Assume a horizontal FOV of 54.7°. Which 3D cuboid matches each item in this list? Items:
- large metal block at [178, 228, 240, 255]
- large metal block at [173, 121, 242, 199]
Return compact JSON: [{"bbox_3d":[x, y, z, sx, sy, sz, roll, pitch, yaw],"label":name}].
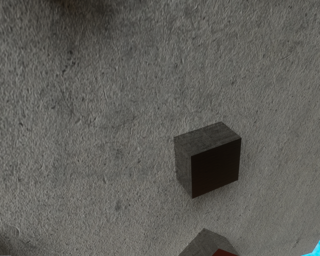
[{"bbox_3d":[0.093,0.249,0.595,0.080,0.050,0.080,-50,129,7],"label":"large metal block"},{"bbox_3d":[0.069,0.046,0.457,0.081,0.050,0.079,-18,126,-18],"label":"large metal block"}]
